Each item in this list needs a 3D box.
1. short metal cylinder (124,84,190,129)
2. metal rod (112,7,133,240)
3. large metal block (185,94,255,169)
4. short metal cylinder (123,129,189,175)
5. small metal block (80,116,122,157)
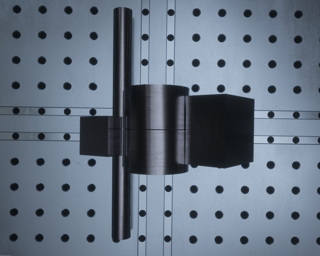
[{"bbox_3d":[-0.004,-0.024,0.382,0.081,0.080,0.050,1,90,0],"label":"short metal cylinder"},{"bbox_3d":[-0.050,-0.006,0.408,0.025,0.025,0.298,0,90,0],"label":"metal rod"},{"bbox_3d":[0.075,0.003,0.375,0.050,0.081,0.079,1,91,38],"label":"large metal block"},{"bbox_3d":[-0.004,0.027,0.382,0.081,0.080,0.050,1,90,0],"label":"short metal cylinder"},{"bbox_3d":[-0.076,0.010,0.398,0.050,0.025,0.050,0,89,34],"label":"small metal block"}]
